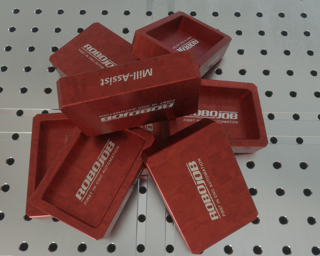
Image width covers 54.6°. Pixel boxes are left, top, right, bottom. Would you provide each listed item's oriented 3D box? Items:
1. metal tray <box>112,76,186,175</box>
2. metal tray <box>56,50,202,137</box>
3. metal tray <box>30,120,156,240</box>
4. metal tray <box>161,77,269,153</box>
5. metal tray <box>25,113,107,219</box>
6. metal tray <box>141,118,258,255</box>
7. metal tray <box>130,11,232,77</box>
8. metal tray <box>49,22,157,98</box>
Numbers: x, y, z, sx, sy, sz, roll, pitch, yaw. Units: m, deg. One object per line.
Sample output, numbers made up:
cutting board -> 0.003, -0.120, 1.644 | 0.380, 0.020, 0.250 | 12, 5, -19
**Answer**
metal tray -> -0.018, -0.005, 0.411 | 0.091, 0.030, 0.130 | -4, 68, -3
metal tray -> -0.026, -0.031, 0.320 | 0.131, 0.090, 0.030 | -13, 71, 0
metal tray -> -0.072, 0.049, 0.358 | 0.090, 0.030, 0.130 | 25, 72, 9
metal tray -> 0.067, -0.015, 0.396 | 0.131, 0.030, 0.090 | 2, 69, -18
metal tray -> -0.114, 0.045, 0.393 | 0.091, 0.030, 0.130 | -4, 69, -2
metal tray -> 0.047, 0.065, 0.350 | 0.090, 0.030, 0.130 | -28, 106, -9
metal tray -> 0.033, -0.111, 0.414 | 0.090, 0.030, 0.131 | 32, 40, 11
metal tray -> -0.078, -0.084, 0.421 | 0.090, 0.030, 0.130 | -43, 60, -14
